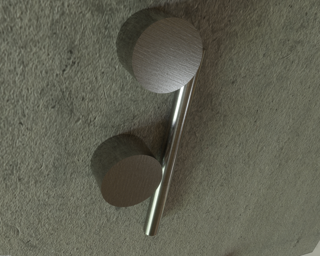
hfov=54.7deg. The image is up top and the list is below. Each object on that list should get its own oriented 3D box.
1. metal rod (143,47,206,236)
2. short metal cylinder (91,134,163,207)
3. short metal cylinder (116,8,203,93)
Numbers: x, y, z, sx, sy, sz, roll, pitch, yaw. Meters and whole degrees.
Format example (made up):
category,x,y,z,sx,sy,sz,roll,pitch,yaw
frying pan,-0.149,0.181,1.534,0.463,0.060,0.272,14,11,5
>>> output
category,x,y,z,sx,sy,sz,roll,pitch,yaw
metal rod,0.014,0.034,0.435,0.025,0.025,0.298,-2,120,-28
short metal cylinder,-0.044,0.055,0.401,0.081,0.050,0.079,-14,124,-21
short metal cylinder,-0.001,-0.084,0.338,0.081,0.050,0.079,-14,124,-21
